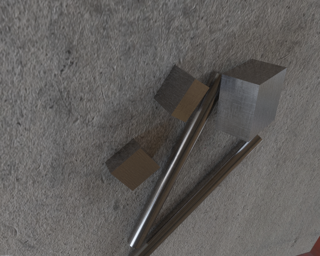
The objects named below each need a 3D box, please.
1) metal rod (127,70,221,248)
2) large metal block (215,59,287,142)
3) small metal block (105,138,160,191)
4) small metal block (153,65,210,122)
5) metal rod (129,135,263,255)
[{"bbox_3d":[0.020,0.057,0.454,0.025,0.025,0.298,13,112,-34],"label":"metal rod"},{"bbox_3d":[0.122,-0.040,0.417,0.081,0.050,0.079,-30,133,-40],"label":"large metal block"},{"bbox_3d":[-0.036,0.050,0.419,0.050,0.025,0.050,-41,130,0],"label":"small metal block"},{"bbox_3d":[0.025,-0.043,0.379,0.025,0.050,0.050,24,105,-37],"label":"small metal block"},{"bbox_3d":[0.055,0.120,0.513,0.300,0.025,0.025,-47,130,4],"label":"metal rod"}]
